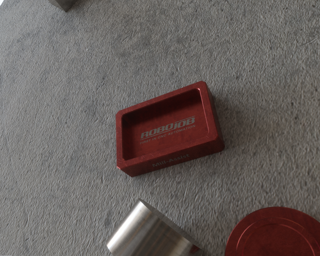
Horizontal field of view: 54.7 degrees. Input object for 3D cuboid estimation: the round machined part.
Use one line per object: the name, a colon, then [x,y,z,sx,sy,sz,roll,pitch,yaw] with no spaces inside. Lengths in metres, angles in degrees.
round machined part: [0.104,0.116,0.267,0.098,0.042,0.098,-13,56,21]

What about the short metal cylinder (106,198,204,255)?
short metal cylinder: [-0.005,0.113,0.302,0.080,0.080,0.050,31,79,38]

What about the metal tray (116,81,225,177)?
metal tray: [0.008,0.002,0.395,0.130,0.030,0.090,-18,54,17]

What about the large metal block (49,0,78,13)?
large metal block: [-0.217,-0.316,0.695,0.080,0.050,0.080,-48,51,-5]
